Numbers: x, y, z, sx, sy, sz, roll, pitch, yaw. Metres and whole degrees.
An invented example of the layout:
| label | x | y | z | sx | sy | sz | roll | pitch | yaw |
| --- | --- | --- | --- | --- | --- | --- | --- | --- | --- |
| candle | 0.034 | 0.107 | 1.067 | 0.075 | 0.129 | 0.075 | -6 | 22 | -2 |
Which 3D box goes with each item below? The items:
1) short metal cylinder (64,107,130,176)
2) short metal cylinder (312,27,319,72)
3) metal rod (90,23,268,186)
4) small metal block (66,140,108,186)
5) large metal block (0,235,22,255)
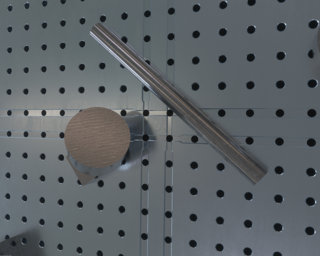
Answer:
| label | x | y | z | sx | sy | sz | roll | pitch | yaw |
| --- | --- | --- | --- | --- | --- | --- | --- | --- | --- |
| short metal cylinder | -0.082 | 0.019 | 0.408 | 0.081 | 0.050 | 0.080 | 4 | 69 | -11 |
| short metal cylinder | 0.207 | -0.090 | 0.326 | 0.080 | 0.050 | 0.079 | 0 | 90 | 20 |
| metal rod | 0.015 | -0.040 | 0.407 | 0.300 | 0.025 | 0.025 | 44 | 104 | 14 |
| small metal block | -0.099 | 0.048 | 0.447 | 0.050 | 0.025 | 0.050 | -36 | 79 | 16 |
| large metal block | -0.268 | 0.227 | 0.494 | 0.080 | 0.050 | 0.080 | -20 | 83 | 18 |
